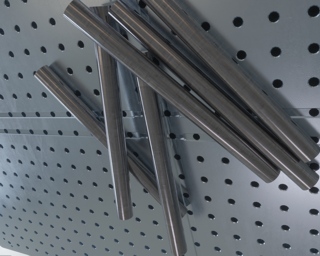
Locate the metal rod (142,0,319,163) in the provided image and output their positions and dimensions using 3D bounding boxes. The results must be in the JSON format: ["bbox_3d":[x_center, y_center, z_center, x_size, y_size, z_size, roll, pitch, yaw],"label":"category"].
[{"bbox_3d":[0.059,-0.076,0.333,0.300,0.025,0.025,45,129,-3],"label":"metal rod"}]

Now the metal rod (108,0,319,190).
[{"bbox_3d":[0.062,-0.038,0.355,0.300,0.025,0.025,42,129,-1],"label":"metal rod"}]

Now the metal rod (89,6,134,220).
[{"bbox_3d":[-0.061,-0.004,0.418,0.025,0.025,0.298,7,115,24],"label":"metal rod"}]

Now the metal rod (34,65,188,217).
[{"bbox_3d":[-0.070,0.025,0.464,0.300,0.025,0.025,46,129,-5],"label":"metal rod"}]

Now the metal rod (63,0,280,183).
[{"bbox_3d":[0.020,-0.037,0.355,0.300,0.025,0.025,39,130,-8],"label":"metal rod"}]

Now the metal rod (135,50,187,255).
[{"bbox_3d":[0.003,0.048,0.419,0.025,0.025,0.298,0,113,28],"label":"metal rod"}]
